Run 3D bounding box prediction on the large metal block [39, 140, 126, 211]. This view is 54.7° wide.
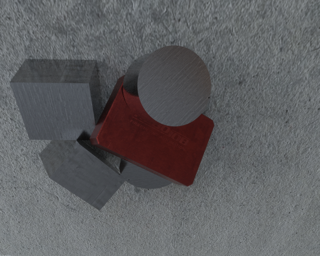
[{"bbox_3d":[-0.103,0.051,0.406,0.050,0.080,0.080,-50,122,-7],"label":"large metal block"}]

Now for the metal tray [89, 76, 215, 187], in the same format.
[{"bbox_3d":[-0.005,0.004,0.371,0.131,0.090,0.030,29,164,-22],"label":"metal tray"}]

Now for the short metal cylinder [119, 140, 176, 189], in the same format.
[{"bbox_3d":[-0.013,0.039,0.426,0.081,0.050,0.079,0,130,0],"label":"short metal cylinder"}]

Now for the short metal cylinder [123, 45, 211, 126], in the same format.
[{"bbox_3d":[0.006,-0.043,0.330,0.081,0.050,0.079,-2,95,-23],"label":"short metal cylinder"}]

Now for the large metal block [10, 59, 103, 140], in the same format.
[{"bbox_3d":[-0.114,-0.032,0.361,0.081,0.050,0.079,1,130,-1],"label":"large metal block"}]
